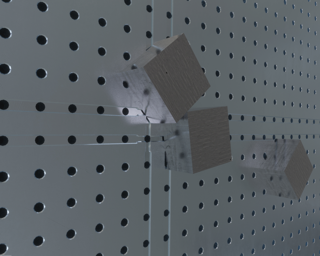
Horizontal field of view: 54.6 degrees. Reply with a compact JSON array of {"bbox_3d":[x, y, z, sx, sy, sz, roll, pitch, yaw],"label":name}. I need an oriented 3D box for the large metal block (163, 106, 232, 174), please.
[{"bbox_3d":[0.053,0.013,0.436,0.081,0.050,0.080,-10,97,-39],"label":"large metal block"}]

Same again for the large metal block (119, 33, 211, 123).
[{"bbox_3d":[0.009,-0.062,0.399,0.080,0.050,0.080,-47,118,-30],"label":"large metal block"}]

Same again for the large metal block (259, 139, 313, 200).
[{"bbox_3d":[0.244,0.078,0.596,0.080,0.050,0.080,-50,120,-28],"label":"large metal block"}]
